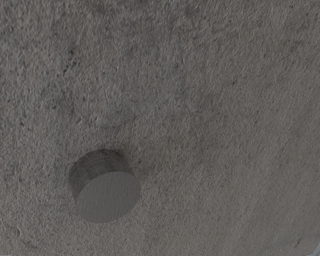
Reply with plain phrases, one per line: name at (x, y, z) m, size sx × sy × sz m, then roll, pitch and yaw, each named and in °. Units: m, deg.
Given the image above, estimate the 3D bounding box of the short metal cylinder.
short metal cylinder at (-0.071, 0.074, 0.397) m, size 0.081 × 0.050 × 0.080 m, roll -14°, pitch 124°, yaw -21°
